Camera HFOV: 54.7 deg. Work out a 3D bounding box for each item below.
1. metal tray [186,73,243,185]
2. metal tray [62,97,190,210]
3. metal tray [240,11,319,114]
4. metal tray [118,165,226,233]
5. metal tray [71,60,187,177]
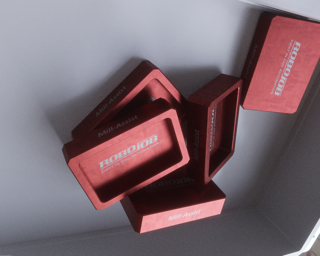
[{"bbox_3d":[0.074,0.002,0.423,0.091,0.030,0.129,-37,136,-41],"label":"metal tray"},{"bbox_3d":[-0.035,0.031,0.367,0.131,0.030,0.090,-27,128,-12],"label":"metal tray"},{"bbox_3d":[0.167,-0.087,0.431,0.091,0.030,0.129,4,118,-15],"label":"metal tray"},{"bbox_3d":[0.013,0.090,0.430,0.131,0.090,0.030,-5,121,-27],"label":"metal tray"},{"bbox_3d":[-0.031,-0.007,0.384,0.130,0.030,0.090,-44,130,2],"label":"metal tray"}]
